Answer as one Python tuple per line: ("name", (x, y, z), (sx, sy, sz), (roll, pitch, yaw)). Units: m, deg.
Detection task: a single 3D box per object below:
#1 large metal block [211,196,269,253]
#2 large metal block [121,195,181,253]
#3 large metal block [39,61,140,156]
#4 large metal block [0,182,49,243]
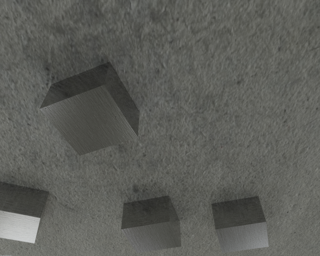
("large metal block", (0.139, 0.169, 0.537), (0.080, 0.050, 0.080), (-12, 129, 9))
("large metal block", (-0.013, 0.167, 0.533), (0.080, 0.050, 0.080), (-12, 129, 10))
("large metal block", (-0.079, -0.021, 0.372), (0.080, 0.050, 0.080), (-18, 128, 14))
("large metal block", (-0.235, 0.139, 0.506), (0.081, 0.050, 0.079), (16, 128, -14))
